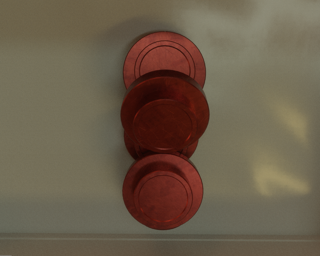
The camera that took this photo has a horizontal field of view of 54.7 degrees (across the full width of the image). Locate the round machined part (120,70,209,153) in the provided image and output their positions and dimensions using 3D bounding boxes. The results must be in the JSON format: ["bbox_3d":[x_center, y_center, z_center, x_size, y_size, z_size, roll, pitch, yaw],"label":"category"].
[{"bbox_3d":[0.005,-0.011,0.342,0.099,0.042,0.097,0,123,0],"label":"round machined part"}]

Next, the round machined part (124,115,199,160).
[{"bbox_3d":[0.002,0.012,0.405,0.099,0.042,0.097,0,109,0],"label":"round machined part"}]

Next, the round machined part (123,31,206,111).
[{"bbox_3d":[0.005,-0.065,0.365,0.099,0.042,0.097,0,94,-1],"label":"round machined part"}]

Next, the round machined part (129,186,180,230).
[{"bbox_3d":[0.004,0.102,0.424,0.099,0.042,0.097,0,125,0],"label":"round machined part"}]

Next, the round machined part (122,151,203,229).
[{"bbox_3d":[0.004,0.078,0.375,0.099,0.042,0.097,0,99,-1],"label":"round machined part"}]
